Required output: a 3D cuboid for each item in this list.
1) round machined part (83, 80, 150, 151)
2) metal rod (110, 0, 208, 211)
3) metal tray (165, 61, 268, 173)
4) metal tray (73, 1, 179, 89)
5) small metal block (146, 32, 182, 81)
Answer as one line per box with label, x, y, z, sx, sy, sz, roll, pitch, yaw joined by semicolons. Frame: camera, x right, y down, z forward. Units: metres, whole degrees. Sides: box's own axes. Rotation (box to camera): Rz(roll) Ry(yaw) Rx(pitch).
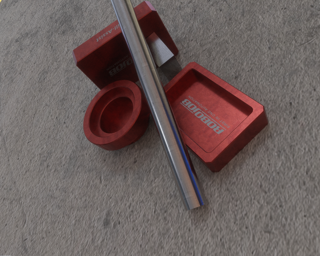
round machined part;-0.054;-0.014;0.425;0.098;0.042;0.098;-16;57;26
metal rod;-0.010;-0.051;0.372;0.025;0.025;0.299;-23;75;14
metal tray;0.053;-0.019;0.385;0.090;0.030;0.130;-44;51;-3
metal tray;-0.048;-0.110;0.454;0.130;0.090;0.030;-33;52;7
small metal block;0.004;-0.100;0.441;0.025;0.050;0.050;-38;66;5
